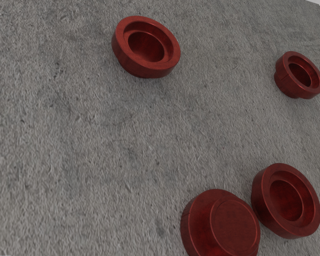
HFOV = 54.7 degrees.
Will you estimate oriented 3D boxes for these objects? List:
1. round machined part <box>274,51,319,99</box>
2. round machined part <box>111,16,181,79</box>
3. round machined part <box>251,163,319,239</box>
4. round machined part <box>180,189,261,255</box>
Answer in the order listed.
[{"bbox_3d":[0.258,-0.095,0.589,0.099,0.042,0.098,14,56,-21],"label":"round machined part"},{"bbox_3d":[-0.023,-0.111,0.448,0.099,0.042,0.098,14,56,-21],"label":"round machined part"},{"bbox_3d":[0.164,0.100,0.420,0.099,0.042,0.098,14,56,-21],"label":"round machined part"},{"bbox_3d":[0.077,0.118,0.362,0.099,0.042,0.098,14,56,-21],"label":"round machined part"}]
